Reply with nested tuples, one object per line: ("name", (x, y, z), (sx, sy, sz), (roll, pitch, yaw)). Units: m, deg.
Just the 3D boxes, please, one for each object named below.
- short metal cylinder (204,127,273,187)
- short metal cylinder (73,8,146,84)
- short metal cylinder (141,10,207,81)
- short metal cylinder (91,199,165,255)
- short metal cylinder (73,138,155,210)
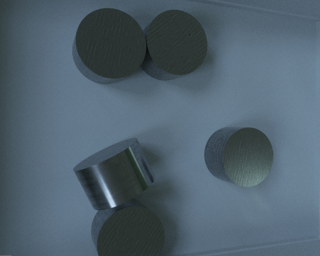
("short metal cylinder", (0.110, 0.039, 0.438), (0.081, 0.050, 0.080), (0, 90, -20))
("short metal cylinder", (-0.062, -0.096, 0.374), (0.081, 0.050, 0.080), (0, 90, -20))
("short metal cylinder", (0.014, -0.105, 0.402), (0.081, 0.050, 0.080), (0, 90, -20))
("short metal cylinder", (-0.041, 0.131, 0.382), (0.081, 0.050, 0.080), (0, 90, -20))
("short metal cylinder", (-0.053, 0.052, 0.362), (0.081, 0.080, 0.050), (-27, 99, -18))
